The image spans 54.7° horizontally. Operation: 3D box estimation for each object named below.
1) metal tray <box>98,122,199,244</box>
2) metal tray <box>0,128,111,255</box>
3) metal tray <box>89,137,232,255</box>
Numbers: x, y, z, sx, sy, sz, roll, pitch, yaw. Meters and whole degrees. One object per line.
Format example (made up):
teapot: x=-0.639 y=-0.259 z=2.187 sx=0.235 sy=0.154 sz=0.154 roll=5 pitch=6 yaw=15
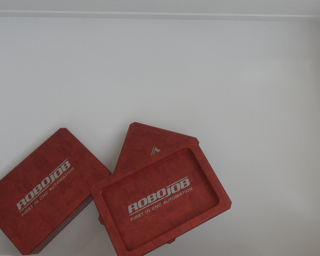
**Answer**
metal tray: x=-0.011 y=0.065 z=0.383 sx=0.090 sy=0.030 sz=0.130 roll=15 pitch=70 yaw=5
metal tray: x=-0.135 y=0.074 z=0.378 sx=0.090 sy=0.030 sz=0.130 roll=42 pitch=75 yaw=13
metal tray: x=0.000 y=0.078 z=0.345 sx=0.131 sy=0.030 sz=0.090 roll=-25 pitch=72 yaw=-10
